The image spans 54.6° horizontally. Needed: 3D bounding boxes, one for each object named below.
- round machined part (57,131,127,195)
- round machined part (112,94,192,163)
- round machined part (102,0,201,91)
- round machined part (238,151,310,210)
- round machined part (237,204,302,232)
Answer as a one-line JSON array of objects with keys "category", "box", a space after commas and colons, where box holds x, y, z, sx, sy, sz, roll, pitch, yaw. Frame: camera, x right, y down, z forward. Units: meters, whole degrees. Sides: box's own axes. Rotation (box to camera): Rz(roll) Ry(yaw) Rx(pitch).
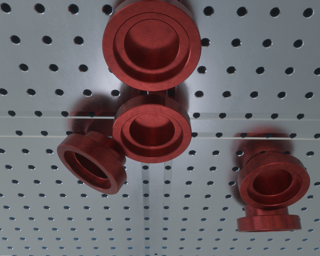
[{"category": "round machined part", "box": [-0.085, 0.042, 0.417, 0.098, 0.042, 0.098, 23, 145, 18]}, {"category": "round machined part", "box": [-0.010, -0.003, 0.397, 0.099, 0.042, 0.097, -1, 130, 0]}, {"category": "round machined part", "box": [-0.008, -0.090, 0.324, 0.099, 0.042, 0.097, 0, 130, 0]}, {"category": "round machined part", "box": [0.165, 0.074, 0.461, 0.099, 0.042, 0.097, 0, 126, 1]}, {"category": "round machined part", "box": [0.176, 0.147, 0.509, 0.099, 0.042, 0.098, -1, 159, 0]}]
